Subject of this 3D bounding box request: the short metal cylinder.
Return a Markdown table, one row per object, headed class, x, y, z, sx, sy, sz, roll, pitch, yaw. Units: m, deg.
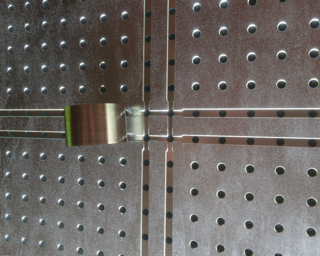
| class | x | y | z | sx | sy | sz | roll | pitch | yaw |
| --- | --- | --- | --- | --- | --- | --- | --- | --- | --- |
| short metal cylinder | -0.085 | -0.003 | 0.414 | 0.080 | 0.080 | 0.050 | -4 | 89 | 20 |
